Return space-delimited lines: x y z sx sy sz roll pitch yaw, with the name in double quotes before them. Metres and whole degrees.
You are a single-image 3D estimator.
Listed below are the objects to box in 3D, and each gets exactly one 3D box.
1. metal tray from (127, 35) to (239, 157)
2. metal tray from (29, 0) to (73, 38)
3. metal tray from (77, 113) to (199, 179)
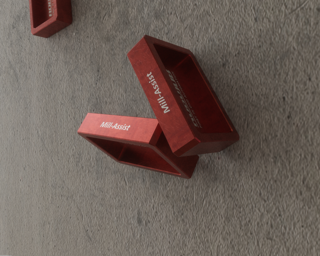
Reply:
"metal tray" 0.027 -0.035 0.340 0.030 0.091 0.130 -38 67 33
"metal tray" -0.205 -0.243 0.570 0.090 0.030 0.129 -10 84 39
"metal tray" -0.028 0.021 0.384 0.130 0.090 0.030 6 63 40
